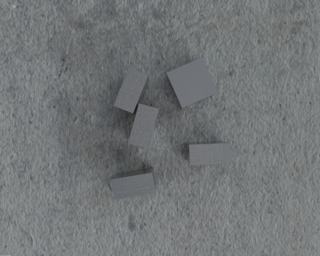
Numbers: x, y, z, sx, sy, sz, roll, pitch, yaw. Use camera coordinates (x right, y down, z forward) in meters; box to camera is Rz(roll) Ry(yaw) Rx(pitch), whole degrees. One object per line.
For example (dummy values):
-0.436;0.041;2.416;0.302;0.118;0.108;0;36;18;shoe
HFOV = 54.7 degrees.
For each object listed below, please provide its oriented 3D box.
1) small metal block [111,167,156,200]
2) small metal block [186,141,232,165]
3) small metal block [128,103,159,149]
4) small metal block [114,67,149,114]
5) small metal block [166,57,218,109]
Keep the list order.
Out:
-0.032;0.070;0.397;0.050;0.050;0.025;-9;90;0;small metal block
0.061;0.031;0.398;0.050;0.050;0.025;-2;90;-1;small metal block
-0.020;-0.003;0.397;0.025;0.050;0.050;15;90;0;small metal block
-0.035;-0.045;0.397;0.025;0.050;0.050;22;90;0;small metal block
0.041;-0.058;0.411;0.050;0.025;0.050;-24;90;-1;small metal block
